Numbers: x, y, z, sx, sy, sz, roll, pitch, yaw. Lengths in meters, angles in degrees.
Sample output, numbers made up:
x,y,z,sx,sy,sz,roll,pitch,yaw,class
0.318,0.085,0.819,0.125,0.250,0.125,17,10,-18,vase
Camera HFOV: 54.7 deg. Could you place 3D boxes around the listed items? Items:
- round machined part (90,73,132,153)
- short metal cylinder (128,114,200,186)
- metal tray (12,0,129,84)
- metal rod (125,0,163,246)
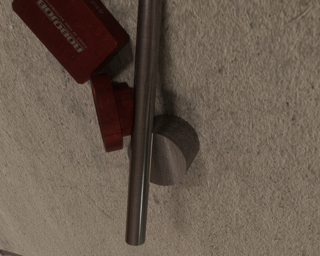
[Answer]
x,y,z,sx,sy,sz,roll,pitch,yaw,class
-0.057,-0.021,0.388,0.042,0.098,0.097,-12,120,-12,round machined part
0.005,0.028,0.404,0.080,0.050,0.079,13,124,20,short metal cylinder
-0.111,-0.130,0.380,0.090,0.030,0.130,-34,100,38,metal tray
-0.020,-0.004,0.354,0.025,0.025,0.298,10,104,22,metal rod
